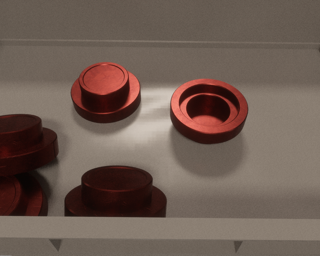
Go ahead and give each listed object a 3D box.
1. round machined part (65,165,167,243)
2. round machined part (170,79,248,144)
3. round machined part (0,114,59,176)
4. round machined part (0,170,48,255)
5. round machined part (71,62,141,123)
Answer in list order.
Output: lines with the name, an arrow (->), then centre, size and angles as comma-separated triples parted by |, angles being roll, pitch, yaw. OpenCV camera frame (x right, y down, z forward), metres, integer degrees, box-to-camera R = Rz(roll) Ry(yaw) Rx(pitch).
round machined part -> -0.042, 0.067, 0.304 | 0.099, 0.042, 0.098 | 4, 12, 0
round machined part -> 0.063, -0.017, 0.409 | 0.099, 0.042, 0.098 | 0, 50, 0
round machined part -> -0.169, 0.013, 0.353 | 0.099, 0.042, 0.098 | 1, 20, 0
round machined part -> -0.173, 0.083, 0.322 | 0.099, 0.042, 0.098 | 0, 50, 0
round machined part -> -0.077, -0.057, 0.441 | 0.099, 0.042, 0.098 | 0, 50, 0
